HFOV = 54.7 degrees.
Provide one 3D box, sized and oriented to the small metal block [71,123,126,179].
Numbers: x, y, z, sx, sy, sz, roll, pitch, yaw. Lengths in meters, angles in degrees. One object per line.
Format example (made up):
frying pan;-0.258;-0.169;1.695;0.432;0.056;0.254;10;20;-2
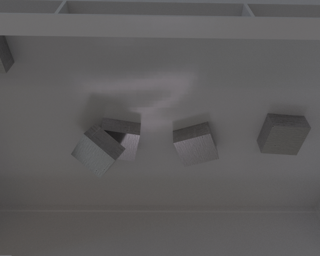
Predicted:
small metal block;-0.080;0.030;0.399;0.050;0.025;0.050;41;132;-1

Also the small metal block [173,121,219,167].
small metal block;0.050;0.023;0.429;0.050;0.025;0.050;-15;129;12

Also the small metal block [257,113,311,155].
small metal block;0.165;0.009;0.418;0.050;0.025;0.050;4;130;-4

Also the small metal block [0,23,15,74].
small metal block;-0.194;-0.086;0.333;0.050;0.025;0.050;-1;130;0

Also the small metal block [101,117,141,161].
small metal block;-0.055;0.016;0.422;0.050;0.025;0.050;9;130;-8
